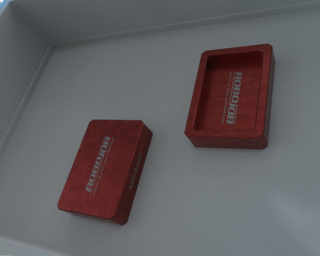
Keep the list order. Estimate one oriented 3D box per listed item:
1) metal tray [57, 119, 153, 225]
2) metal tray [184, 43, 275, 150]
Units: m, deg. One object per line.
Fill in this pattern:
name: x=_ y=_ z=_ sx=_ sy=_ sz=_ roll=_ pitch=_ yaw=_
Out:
metal tray: x=-0.070 y=0.052 z=0.406 sx=0.090 sy=0.030 sz=0.130 roll=2 pitch=62 yaw=28
metal tray: x=0.088 y=-0.040 z=0.379 sx=0.090 sy=0.030 sz=0.130 roll=0 pitch=62 yaw=28
